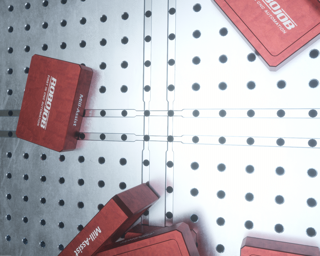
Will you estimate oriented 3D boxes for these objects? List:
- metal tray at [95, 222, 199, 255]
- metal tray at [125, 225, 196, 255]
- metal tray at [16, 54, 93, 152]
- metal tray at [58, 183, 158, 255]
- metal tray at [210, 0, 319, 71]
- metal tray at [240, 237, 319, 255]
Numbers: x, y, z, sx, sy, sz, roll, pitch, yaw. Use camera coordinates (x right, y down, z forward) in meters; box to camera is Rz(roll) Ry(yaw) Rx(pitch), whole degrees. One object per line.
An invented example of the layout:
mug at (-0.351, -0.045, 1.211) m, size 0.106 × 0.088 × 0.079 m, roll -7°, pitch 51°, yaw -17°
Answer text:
metal tray at (-0.013, 0.179, 0.382) m, size 0.130 × 0.030 × 0.090 m, roll -23°, pitch 83°, yaw 18°
metal tray at (0.001, 0.200, 0.409) m, size 0.090 × 0.030 × 0.129 m, roll -1°, pitch 90°, yaw 20°
metal tray at (-0.161, -0.038, 0.467) m, size 0.090 × 0.030 × 0.129 m, roll 16°, pitch 95°, yaw 19°
metal tray at (-0.068, 0.132, 0.402) m, size 0.030 × 0.090 × 0.130 m, roll 46°, pitch 104°, yaw 14°
metal tray at (0.129, -0.144, 0.364) m, size 0.090 × 0.030 × 0.130 m, roll -39°, pitch 78°, yaw 16°
metal tray at (0.139, 0.202, 0.360) m, size 0.090 × 0.030 × 0.129 m, roll 2°, pitch 91°, yaw 20°
